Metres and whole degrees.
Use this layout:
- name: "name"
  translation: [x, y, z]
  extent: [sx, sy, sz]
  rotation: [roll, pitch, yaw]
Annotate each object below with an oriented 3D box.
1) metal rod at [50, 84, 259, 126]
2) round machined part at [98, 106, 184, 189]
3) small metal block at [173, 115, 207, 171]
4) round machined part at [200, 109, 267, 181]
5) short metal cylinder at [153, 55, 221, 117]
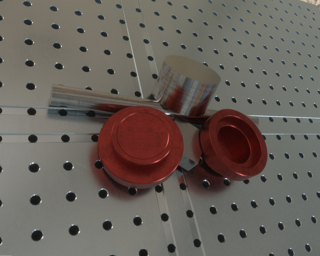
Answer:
- name: "metal rod"
  translation: [0.010, -0.022, 0.423]
  extent: [0.302, 0.025, 0.025]
  rotation: [7, 59, -25]
- name: "round machined part"
  translation: [-0.021, 0.016, 0.355]
  extent: [0.099, 0.042, 0.098]
  rotation: [3, 64, -7]
- name: "small metal block"
  translation: [0.030, 0.020, 0.407]
  extent: [0.050, 0.025, 0.050]
  rotation: [32, 52, -8]
- name: "round machined part"
  translation: [0.095, 0.026, 0.425]
  extent: [0.099, 0.042, 0.098]
  rotation: [15, 57, -24]
- name: "short metal cylinder"
  translation: [0.036, -0.059, 0.424]
  extent: [0.081, 0.050, 0.080]
  rotation: [17, 30, -10]
